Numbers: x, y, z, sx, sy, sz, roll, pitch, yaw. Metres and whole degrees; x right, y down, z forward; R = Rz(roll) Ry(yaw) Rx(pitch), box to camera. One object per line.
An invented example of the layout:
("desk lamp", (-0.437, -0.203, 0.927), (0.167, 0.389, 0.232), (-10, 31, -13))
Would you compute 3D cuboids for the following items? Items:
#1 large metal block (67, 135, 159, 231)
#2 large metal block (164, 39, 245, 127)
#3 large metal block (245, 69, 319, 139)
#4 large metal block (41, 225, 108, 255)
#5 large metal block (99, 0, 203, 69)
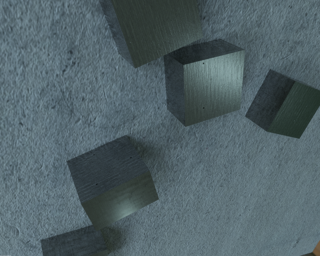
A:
("large metal block", (-0.059, 0.063, 0.378), (0.081, 0.080, 0.050), (-25, 128, -13))
("large metal block", (0.054, -0.058, 0.384), (0.081, 0.050, 0.079), (-18, 126, -18))
("large metal block", (0.192, -0.035, 0.473), (0.081, 0.050, 0.079), (10, 113, -33))
("large metal block", (-0.121, 0.195, 0.445), (0.081, 0.050, 0.079), (-11, 123, -23))
("large metal block", (-0.010, -0.119, 0.311), (0.080, 0.050, 0.080), (-27, 128, -11))
